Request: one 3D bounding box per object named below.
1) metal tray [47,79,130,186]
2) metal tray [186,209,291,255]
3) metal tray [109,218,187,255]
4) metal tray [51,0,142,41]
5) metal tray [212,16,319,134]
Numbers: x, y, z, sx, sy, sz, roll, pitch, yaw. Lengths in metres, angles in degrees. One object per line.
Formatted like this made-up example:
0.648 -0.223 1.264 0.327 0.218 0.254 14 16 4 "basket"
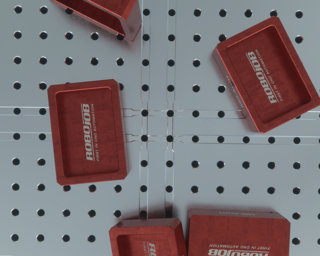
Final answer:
-0.093 0.006 0.410 0.090 0.030 0.129 -6 90 0 "metal tray"
0.101 0.159 0.412 0.131 0.030 0.090 3 90 0 "metal tray"
-0.010 0.184 0.395 0.090 0.030 0.129 -9 90 22 "metal tray"
-0.089 -0.160 0.380 0.130 0.090 0.030 27 90 0 "metal tray"
0.139 -0.068 0.411 0.090 0.030 0.130 -27 90 0 "metal tray"
